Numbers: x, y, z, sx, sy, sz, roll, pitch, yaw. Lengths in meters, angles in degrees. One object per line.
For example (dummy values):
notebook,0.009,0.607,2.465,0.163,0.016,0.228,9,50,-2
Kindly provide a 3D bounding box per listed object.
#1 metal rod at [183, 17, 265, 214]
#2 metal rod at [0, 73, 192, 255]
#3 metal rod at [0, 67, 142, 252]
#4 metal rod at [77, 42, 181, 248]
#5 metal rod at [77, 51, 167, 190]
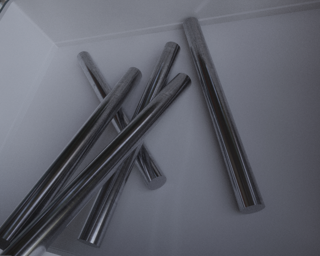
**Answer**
metal rod,0.070,-0.040,0.393,0.025,0.025,0.299,-21,54,15
metal rod,-0.042,0.021,0.333,0.025,0.025,0.301,8,40,32
metal rod,-0.084,0.007,0.369,0.025,0.025,0.301,-5,35,25
metal rod,-0.027,-0.002,0.392,0.025,0.025,0.300,1,53,29
metal rod,-0.070,-0.030,0.461,0.025,0.025,0.300,-37,51,3
